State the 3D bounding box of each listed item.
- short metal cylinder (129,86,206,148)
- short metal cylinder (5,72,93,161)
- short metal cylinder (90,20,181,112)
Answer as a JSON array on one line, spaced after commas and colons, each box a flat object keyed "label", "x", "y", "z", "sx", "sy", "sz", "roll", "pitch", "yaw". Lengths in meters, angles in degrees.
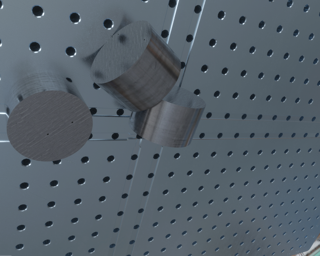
[{"label": "short metal cylinder", "x": 0.008, "y": -0.019, "z": 0.370, "sx": 0.081, "sy": 0.080, "sz": 0.050, "roll": 5, "pitch": 116, "yaw": -31}, {"label": "short metal cylinder", "x": -0.117, "y": -0.012, "z": 0.324, "sx": 0.081, "sy": 0.050, "sz": 0.079, "roll": -14, "pitch": 125, "yaw": -21}, {"label": "short metal cylinder", "x": -0.025, "y": -0.064, "z": 0.323, "sx": 0.080, "sy": 0.080, "sz": 0.050, "roll": -46, "pitch": 130, "yaw": 3}]
